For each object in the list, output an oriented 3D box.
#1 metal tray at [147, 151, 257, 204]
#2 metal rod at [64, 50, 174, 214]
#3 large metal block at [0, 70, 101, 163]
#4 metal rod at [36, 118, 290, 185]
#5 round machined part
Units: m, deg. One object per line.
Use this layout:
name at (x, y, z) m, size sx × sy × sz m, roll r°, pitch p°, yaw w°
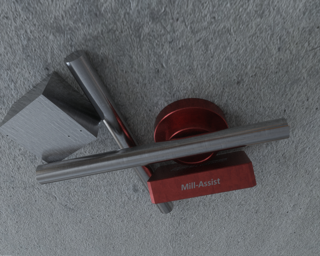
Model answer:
metal tray at (0.056, 0.064, 0.419) m, size 0.131 × 0.090 × 0.030 m, roll -12°, pitch 93°, yaw 9°
metal rod at (-0.041, 0.028, 0.429) m, size 0.025 × 0.025 × 0.299 m, roll -16°, pitch 129°, yaw 13°
large metal block at (-0.132, -0.009, 0.381) m, size 0.080 × 0.050 × 0.080 m, roll -31°, pitch 124°, yaw 23°
metal rod at (-0.002, 0.029, 0.373) m, size 0.301 × 0.025 × 0.025 m, roll -11°, pitch 130°, yaw 6°
round machined part at (0.042, 0.012, 0.407) m, size 0.099 × 0.042 × 0.097 m, roll -1°, pitch 130°, yaw 0°
